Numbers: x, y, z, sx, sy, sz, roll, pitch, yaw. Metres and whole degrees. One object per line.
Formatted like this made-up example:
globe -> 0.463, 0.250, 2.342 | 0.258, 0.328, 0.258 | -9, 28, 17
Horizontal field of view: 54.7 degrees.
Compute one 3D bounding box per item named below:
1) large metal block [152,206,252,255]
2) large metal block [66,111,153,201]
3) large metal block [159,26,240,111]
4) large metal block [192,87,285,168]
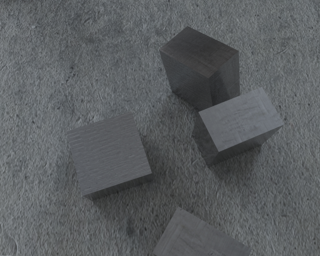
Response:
large metal block -> 0.040, 0.130, 0.331 | 0.080, 0.080, 0.050 | 29, 73, 10
large metal block -> -0.060, 0.036, 0.381 | 0.080, 0.050, 0.080 | -17, 71, -6
large metal block -> 0.052, -0.069, 0.393 | 0.050, 0.080, 0.080 | -43, 57, -14
large metal block -> 0.090, 0.002, 0.378 | 0.080, 0.080, 0.050 | -22, 72, -8
